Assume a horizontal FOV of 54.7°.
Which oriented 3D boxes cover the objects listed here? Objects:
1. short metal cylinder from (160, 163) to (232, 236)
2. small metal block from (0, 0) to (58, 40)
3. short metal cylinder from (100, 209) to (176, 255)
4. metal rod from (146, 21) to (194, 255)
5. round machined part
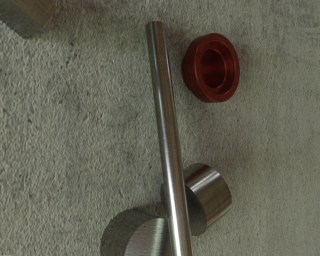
[{"bbox_3d":[0.046,0.093,0.408,0.050,0.080,0.080,-25,106,-37],"label":"short metal cylinder"},{"bbox_3d":[-0.129,-0.112,0.280,0.050,0.050,0.025,41,65,-32],"label":"small metal block"},{"bbox_3d":[-0.023,0.142,0.369,0.081,0.050,0.079,0,90,-40],"label":"short metal cylinder"},{"bbox_3d":[0.011,0.014,0.375,0.025,0.025,0.298,2,77,-40],"label":"metal rod"},{"bbox_3d":[0.070,-0.085,0.452,0.099,0.042,0.097,0,90,-40],"label":"round machined part"}]
